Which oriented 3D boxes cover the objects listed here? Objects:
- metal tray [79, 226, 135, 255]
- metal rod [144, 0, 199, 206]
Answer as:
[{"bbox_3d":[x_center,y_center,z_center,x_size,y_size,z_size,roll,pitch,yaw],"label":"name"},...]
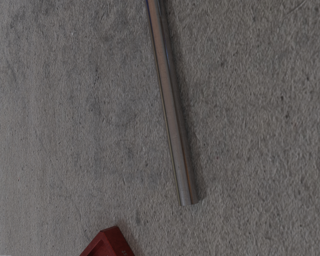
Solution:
[{"bbox_3d":[-0.065,0.224,0.452,0.090,0.030,0.130,-52,60,27],"label":"metal tray"},{"bbox_3d":[0.011,-0.054,0.394,0.025,0.025,0.298,-15,80,38],"label":"metal rod"}]
